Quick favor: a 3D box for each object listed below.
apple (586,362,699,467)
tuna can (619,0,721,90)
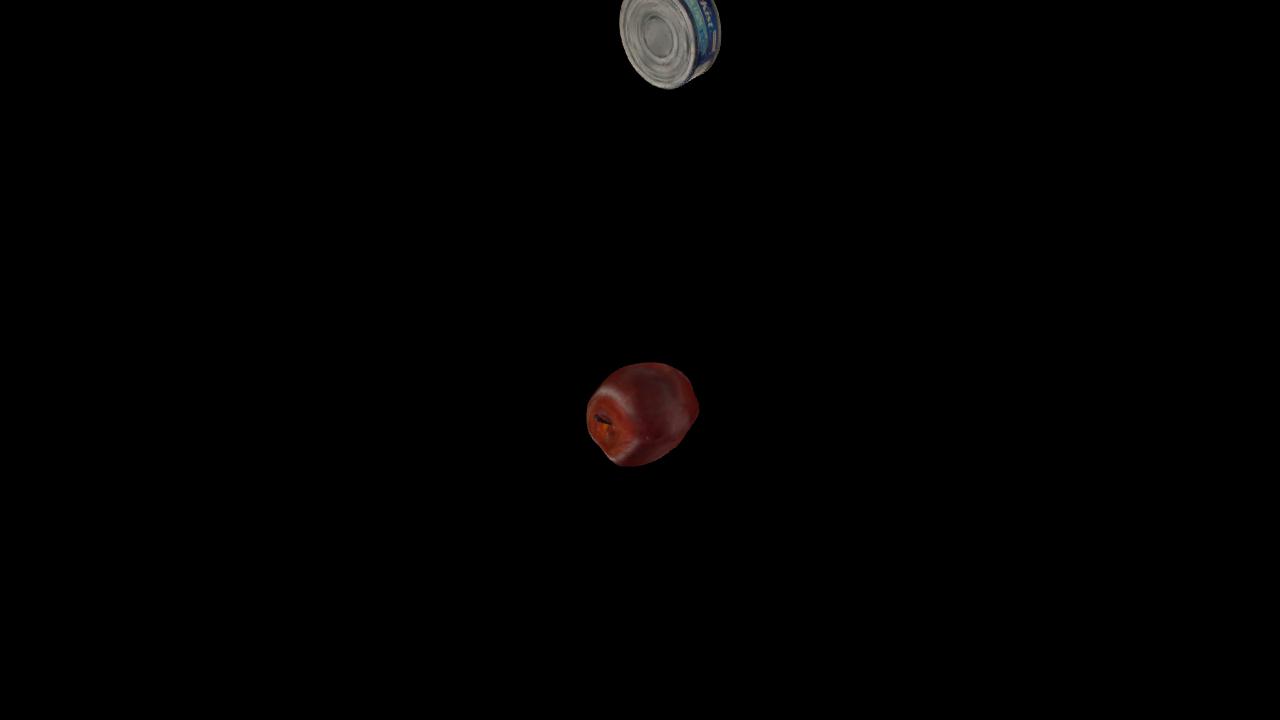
[{"bbox_3d":[0.002,0.038,0.470,0.093,0.079,0.079,-12,8,-43],"label":"apple"},{"bbox_3d":[0.023,-0.269,0.503,0.034,0.084,0.084,-42,24,-28],"label":"tuna can"}]
